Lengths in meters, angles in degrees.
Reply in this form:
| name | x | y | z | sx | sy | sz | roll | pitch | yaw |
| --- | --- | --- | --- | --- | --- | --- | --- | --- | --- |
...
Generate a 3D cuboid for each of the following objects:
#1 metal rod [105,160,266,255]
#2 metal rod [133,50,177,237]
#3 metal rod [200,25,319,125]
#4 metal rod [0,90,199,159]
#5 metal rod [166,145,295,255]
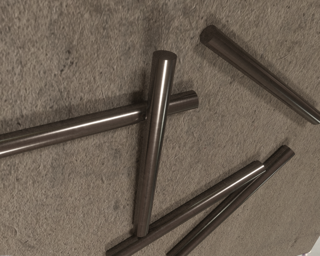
| name | x | y | z | sx | sy | sz | roll | pitch | yaw |
| --- | --- | --- | --- | --- | --- | --- | --- | --- | --- |
| metal rod | 0.049 | 0.139 | 0.521 | 0.302 | 0.025 | 0.025 | -29 | 129 | -11 |
| metal rod | -0.013 | 0.044 | 0.405 | 0.025 | 0.025 | 0.298 | -10 | 130 | -24 |
| metal rod | 0.168 | -0.065 | 0.460 | 0.302 | 0.025 | 0.025 | 23 | 106 | -37 |
| metal rod | -0.092 | -0.001 | 0.356 | 0.302 | 0.025 | 0.025 | -15 | 125 | -20 |
| metal rod | 0.128 | 0.143 | 0.567 | 0.300 | 0.025 | 0.025 | -44 | 130 | 2 |
